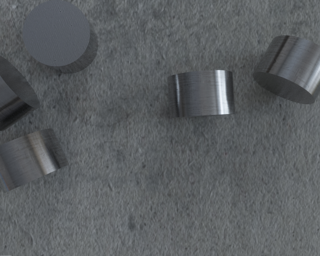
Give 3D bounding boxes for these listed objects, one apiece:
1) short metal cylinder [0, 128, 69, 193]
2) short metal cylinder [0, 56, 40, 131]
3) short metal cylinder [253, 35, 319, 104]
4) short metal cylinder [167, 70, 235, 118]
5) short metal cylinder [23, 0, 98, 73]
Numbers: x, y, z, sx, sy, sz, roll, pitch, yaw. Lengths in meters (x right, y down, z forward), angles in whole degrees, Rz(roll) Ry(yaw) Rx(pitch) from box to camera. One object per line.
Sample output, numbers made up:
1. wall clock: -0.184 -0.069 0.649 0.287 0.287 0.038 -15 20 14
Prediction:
1. short metal cylinder: -0.160 0.039 0.380 0.080 0.080 0.050 -24 90 0
2. short metal cylinder: -0.196 -0.043 0.380 0.050 0.080 0.080 -35 90 0
3. short metal cylinder: 0.164 -0.071 0.385 0.080 0.080 0.050 29 90 -1
4. short metal cylinder: 0.051 -0.039 0.383 0.081 0.080 0.050 -4 90 -1
5. short metal cylinder: -0.124 -0.114 0.396 0.081 0.050 0.079 0 90 -1
